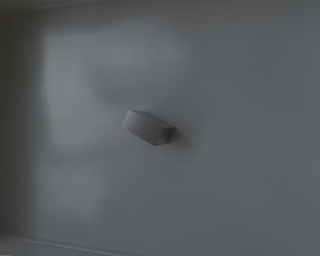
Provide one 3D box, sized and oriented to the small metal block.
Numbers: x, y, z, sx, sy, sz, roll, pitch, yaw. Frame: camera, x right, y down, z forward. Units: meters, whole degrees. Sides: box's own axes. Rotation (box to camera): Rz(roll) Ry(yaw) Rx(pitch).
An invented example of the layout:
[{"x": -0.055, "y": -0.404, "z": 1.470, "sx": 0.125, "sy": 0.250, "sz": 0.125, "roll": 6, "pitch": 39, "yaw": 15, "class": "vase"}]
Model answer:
[{"x": -0.014, "y": -0.001, "z": 0.401, "sx": 0.050, "sy": 0.050, "sz": 0.025, "roll": 28, "pitch": 99, "yaw": 17, "class": "small metal block"}]
